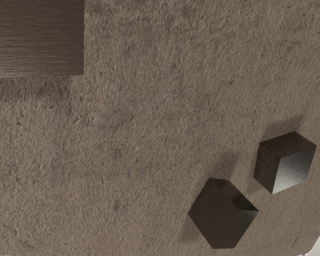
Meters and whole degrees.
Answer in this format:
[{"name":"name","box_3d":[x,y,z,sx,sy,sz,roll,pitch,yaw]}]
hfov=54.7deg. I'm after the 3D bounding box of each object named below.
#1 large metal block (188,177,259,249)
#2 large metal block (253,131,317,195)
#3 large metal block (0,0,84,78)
[{"name":"large metal block","box_3d":[0.103,0.141,0.518,0.050,0.080,0.080,15,111,-35]},{"name":"large metal block","box_3d":[0.220,0.061,0.552,0.081,0.050,0.079,-15,125,-20]},{"name":"large metal block","box_3d":[-0.113,-0.092,0.273,0.081,0.050,0.079,-7,122,-26]}]
